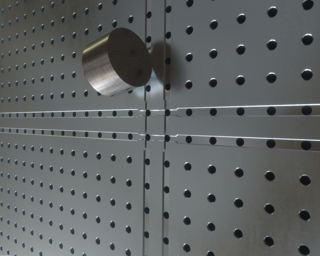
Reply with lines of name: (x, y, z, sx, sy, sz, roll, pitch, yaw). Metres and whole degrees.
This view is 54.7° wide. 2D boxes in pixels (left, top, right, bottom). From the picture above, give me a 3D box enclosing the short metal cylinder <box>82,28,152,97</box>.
short metal cylinder: (-0.056, -0.087, 0.418, 0.050, 0.081, 0.080, -14, 81, 39)
